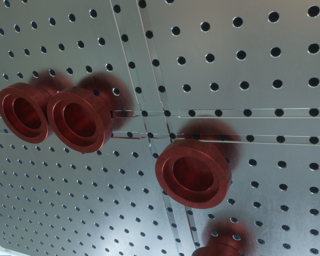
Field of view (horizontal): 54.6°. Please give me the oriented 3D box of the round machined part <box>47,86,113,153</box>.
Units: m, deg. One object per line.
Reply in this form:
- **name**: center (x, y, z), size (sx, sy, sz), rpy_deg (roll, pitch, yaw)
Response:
- **round machined part**: center (-0.111, -0.015, 0.450), size (0.098, 0.042, 0.097), rpy_deg (13, 124, 21)

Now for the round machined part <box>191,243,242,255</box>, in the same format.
- **round machined part**: center (0.095, 0.221, 0.487), size (0.098, 0.042, 0.097), rpy_deg (13, 124, 21)

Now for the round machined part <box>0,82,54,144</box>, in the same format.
- **round machined part**: center (-0.203, -0.027, 0.492), size (0.098, 0.042, 0.097), rpy_deg (13, 124, 21)

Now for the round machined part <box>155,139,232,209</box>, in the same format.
- **round machined part**: center (0.047, 0.056, 0.411), size (0.098, 0.042, 0.097), rpy_deg (13, 124, 21)
